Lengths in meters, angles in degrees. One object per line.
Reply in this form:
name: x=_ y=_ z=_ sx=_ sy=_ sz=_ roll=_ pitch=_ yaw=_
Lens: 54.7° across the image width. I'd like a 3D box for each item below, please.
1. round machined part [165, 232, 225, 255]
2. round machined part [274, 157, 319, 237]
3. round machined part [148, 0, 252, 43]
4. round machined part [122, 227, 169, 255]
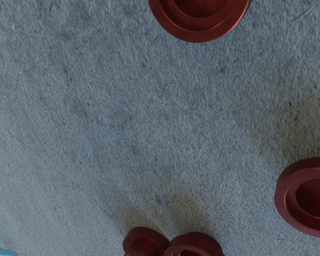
round machined part: x=0.061 y=0.204 z=0.490 sx=0.098 sy=0.042 sz=0.097 roll=13 pitch=124 yaw=21
round machined part: x=0.182 y=0.073 z=0.345 sx=0.098 sy=0.042 sz=0.097 roll=13 pitch=124 yaw=21
round machined part: x=0.040 y=-0.134 z=0.292 sx=0.098 sy=0.042 sz=0.097 roll=13 pitch=124 yaw=21
round machined part: x=-0.024 y=0.227 z=0.549 sx=0.098 sy=0.042 sz=0.097 roll=13 pitch=124 yaw=21
